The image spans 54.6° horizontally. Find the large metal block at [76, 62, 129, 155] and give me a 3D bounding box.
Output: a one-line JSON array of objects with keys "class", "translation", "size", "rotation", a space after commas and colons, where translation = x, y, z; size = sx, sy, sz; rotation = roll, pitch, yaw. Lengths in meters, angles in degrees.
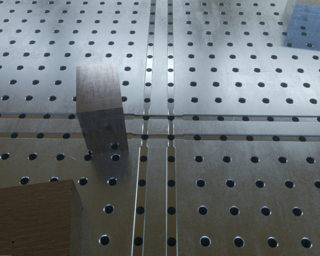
[{"class": "large metal block", "translation": [-0.072, -0.024, 0.392], "size": [0.050, 0.080, 0.080], "rotation": [-8, 51, -6]}]

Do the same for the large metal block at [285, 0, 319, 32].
[{"class": "large metal block", "translation": [0.286, -0.226, 0.583], "size": [0.080, 0.050, 0.080], "rotation": [9, 51, 8]}]

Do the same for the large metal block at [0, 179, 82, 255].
[{"class": "large metal block", "translation": [-0.123, 0.103, 0.305], "size": [0.080, 0.050, 0.080], "rotation": [-7, 50, -6]}]
